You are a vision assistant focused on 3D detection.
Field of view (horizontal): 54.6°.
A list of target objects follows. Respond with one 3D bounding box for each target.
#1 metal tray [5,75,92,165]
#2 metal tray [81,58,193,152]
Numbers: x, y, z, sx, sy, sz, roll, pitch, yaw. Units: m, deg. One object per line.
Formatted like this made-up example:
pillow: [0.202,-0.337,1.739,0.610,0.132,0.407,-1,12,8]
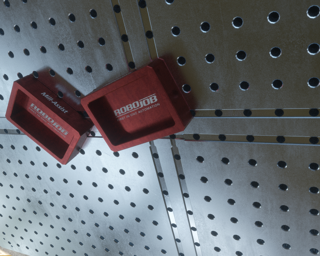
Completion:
metal tray: [-0.181,-0.011,0.497,0.130,0.030,0.090,39,129,2]
metal tray: [-0.034,-0.025,0.410,0.130,0.030,0.090,-19,109,35]
